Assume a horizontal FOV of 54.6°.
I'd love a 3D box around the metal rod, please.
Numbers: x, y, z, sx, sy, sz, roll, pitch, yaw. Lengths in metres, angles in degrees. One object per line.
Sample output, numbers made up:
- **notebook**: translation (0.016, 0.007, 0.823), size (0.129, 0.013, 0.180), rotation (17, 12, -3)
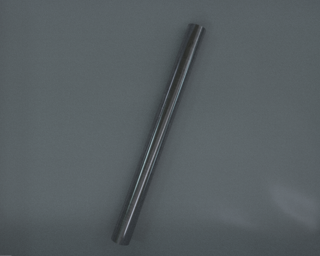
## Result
- **metal rod**: translation (-0.002, 0.008, 0.409), size (0.025, 0.025, 0.299), rotation (20, 90, 0)
